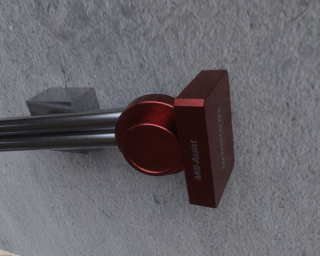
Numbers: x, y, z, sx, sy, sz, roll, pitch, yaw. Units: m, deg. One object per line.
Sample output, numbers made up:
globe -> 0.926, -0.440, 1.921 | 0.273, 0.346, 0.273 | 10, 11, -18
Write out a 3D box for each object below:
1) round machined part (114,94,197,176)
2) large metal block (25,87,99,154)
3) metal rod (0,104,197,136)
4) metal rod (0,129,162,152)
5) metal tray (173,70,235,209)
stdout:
round machined part -> -0.004, 0.015, 0.344 | 0.098, 0.042, 0.097 | 7, 122, 11
large metal block -> -0.133, -0.012, 0.448 | 0.080, 0.050, 0.079 | 3, 120, 26
metal rod -> -0.091, -0.010, 0.390 | 0.301, 0.025, 0.025 | -4, 117, 15
metal rod -> -0.087, 0.014, 0.403 | 0.301, 0.025, 0.025 | -3, 118, 15
metal tray -> 0.054, 0.011, 0.343 | 0.030, 0.090, 0.129 | 4, 120, 26
